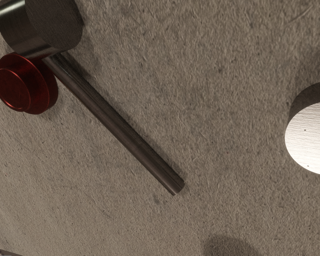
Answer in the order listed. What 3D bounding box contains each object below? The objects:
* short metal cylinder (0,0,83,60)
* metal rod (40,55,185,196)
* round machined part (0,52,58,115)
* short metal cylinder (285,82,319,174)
[{"bbox_3d":[-0.139,-0.126,0.365,0.050,0.080,0.080,-8,115,31],"label":"short metal cylinder"},{"bbox_3d":[-0.077,-0.019,0.433,0.300,0.025,0.025,46,129,-5],"label":"metal rod"},{"bbox_3d":[-0.206,-0.063,0.463,0.098,0.042,0.097,13,124,20],"label":"round machined part"},{"bbox_3d":[0.168,0.000,0.302,0.080,0.050,0.079,13,124,20],"label":"short metal cylinder"}]
